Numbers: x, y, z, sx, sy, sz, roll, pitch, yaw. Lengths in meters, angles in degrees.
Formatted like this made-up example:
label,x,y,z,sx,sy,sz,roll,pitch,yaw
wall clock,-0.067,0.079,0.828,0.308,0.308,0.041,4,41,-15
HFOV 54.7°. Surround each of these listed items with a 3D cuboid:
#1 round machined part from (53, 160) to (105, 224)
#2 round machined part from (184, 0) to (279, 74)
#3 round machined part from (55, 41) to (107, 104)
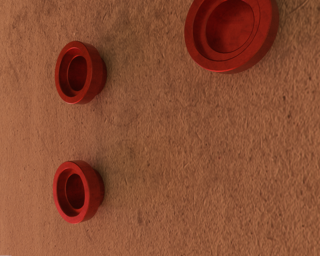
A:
label,x,y,z,sx,sy,sz,roll,pitch,yaw
round machined part,-0.127,0.100,0.499,0.098,0.042,0.097,0,90,40
round machined part,0.078,-0.106,0.330,0.098,0.042,0.097,0,90,40
round machined part,-0.123,-0.086,0.495,0.098,0.042,0.097,0,90,40
